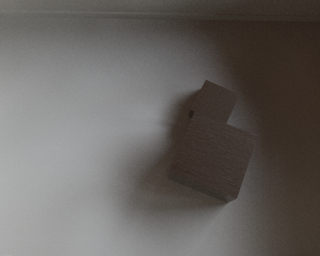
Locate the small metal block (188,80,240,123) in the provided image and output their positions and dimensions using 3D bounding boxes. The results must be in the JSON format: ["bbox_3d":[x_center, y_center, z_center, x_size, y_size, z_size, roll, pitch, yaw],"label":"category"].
[{"bbox_3d":[0.073,-0.030,0.422,0.050,0.025,0.050,26,72,8],"label":"small metal block"}]

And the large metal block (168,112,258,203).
[{"bbox_3d":[0.064,0.037,0.384,0.080,0.050,0.080,22,71,7],"label":"large metal block"}]
